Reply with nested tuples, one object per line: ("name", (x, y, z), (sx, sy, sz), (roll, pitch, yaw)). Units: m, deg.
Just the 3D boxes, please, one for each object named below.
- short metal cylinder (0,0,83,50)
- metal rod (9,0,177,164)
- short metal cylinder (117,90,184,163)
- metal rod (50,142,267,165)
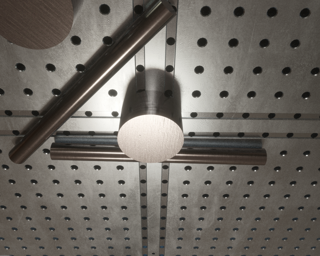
("short metal cylinder", (-0.117, -0.122, 0.290), (0.081, 0.050, 0.079), (0, 130, 0))
("metal rod", (-0.098, -0.041, 0.375), (0.299, 0.025, 0.025), (-37, 121, 27))
("short metal cylinder", (-0.011, -0.001, 0.394), (0.081, 0.050, 0.079), (-1, 130, 0))
("metal rod", (0.000, 0.037, 0.443), (0.302, 0.025, 0.025), (2, 130, -2))
